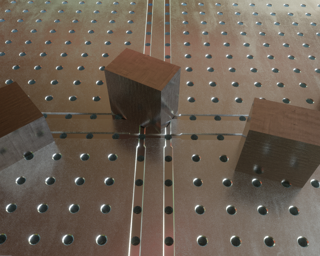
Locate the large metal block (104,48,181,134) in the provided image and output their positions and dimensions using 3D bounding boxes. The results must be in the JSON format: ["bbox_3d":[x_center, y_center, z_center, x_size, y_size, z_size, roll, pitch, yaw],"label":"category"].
[{"bbox_3d":[-0.022,-0.049,0.413,0.080,0.080,0.050,23,54,18],"label":"large metal block"}]

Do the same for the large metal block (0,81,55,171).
[{"bbox_3d":[-0.195,-0.003,0.391,0.081,0.050,0.080,-33,58,-25],"label":"large metal block"}]

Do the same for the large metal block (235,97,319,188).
[{"bbox_3d":[0.138,0.018,0.359,0.080,0.080,0.050,14,51,11],"label":"large metal block"}]
